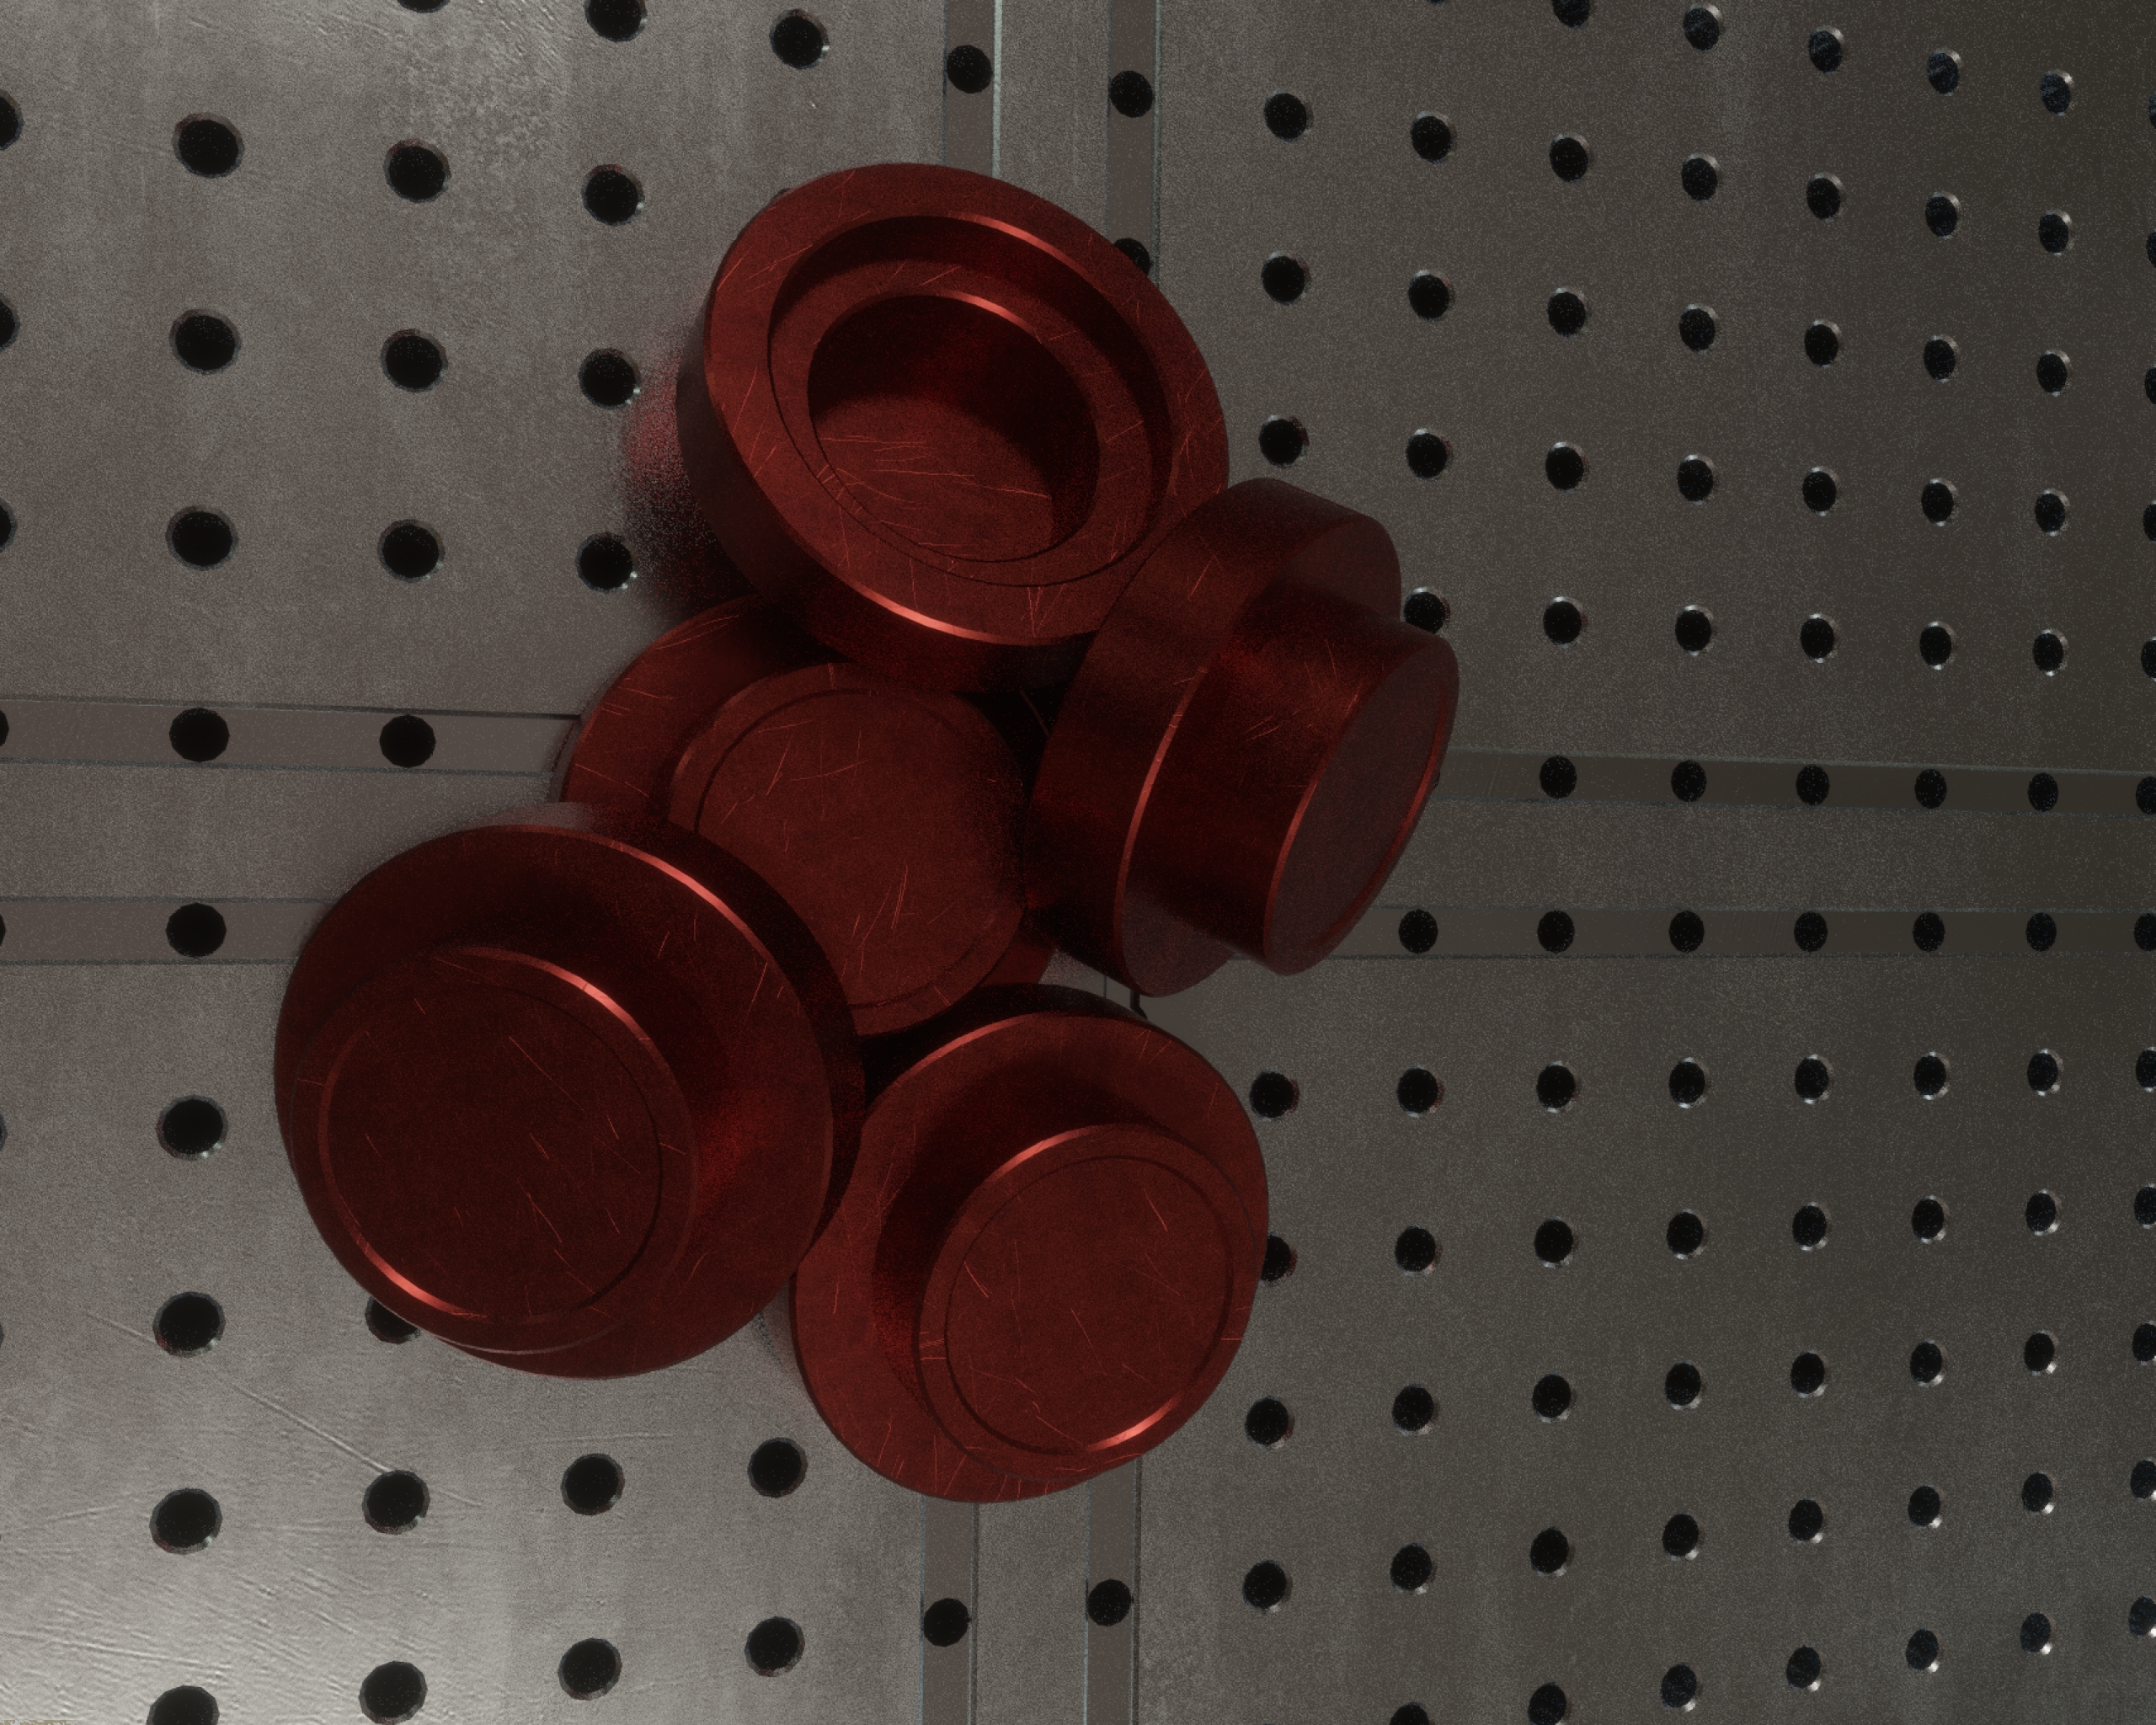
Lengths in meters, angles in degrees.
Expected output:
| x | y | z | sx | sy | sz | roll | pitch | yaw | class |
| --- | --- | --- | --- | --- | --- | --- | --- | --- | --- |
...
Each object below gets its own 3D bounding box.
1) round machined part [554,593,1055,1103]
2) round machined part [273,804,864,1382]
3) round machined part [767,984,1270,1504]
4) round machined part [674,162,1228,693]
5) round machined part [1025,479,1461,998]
| x | y | z | sx | sy | sz | roll | pitch | yaw | class |
| --- | --- | --- | --- | --- | --- | --- | --- | --- | --- |
| -0.046 | -0.003 | 0.386 | 0.099 | 0.042 | 0.097 | 0 | 90 | -21 | round machined part |
| -0.089 | 0.042 | 0.346 | 0.098 | 0.042 | 0.097 | 2 | 103 | 9 | round machined part |
| -0.006 | 0.075 | 0.389 | 0.099 | 0.042 | 0.097 | -6 | 104 | -25 | round machined part |
| -0.026 | -0.075 | 0.383 | 0.099 | 0.042 | 0.098 | 10 | 65 | -22 | round machined part |
| 0.036 | -0.018 | 0.387 | 0.042 | 0.098 | 0.098 | 28 | 78 | 23 | round machined part |
